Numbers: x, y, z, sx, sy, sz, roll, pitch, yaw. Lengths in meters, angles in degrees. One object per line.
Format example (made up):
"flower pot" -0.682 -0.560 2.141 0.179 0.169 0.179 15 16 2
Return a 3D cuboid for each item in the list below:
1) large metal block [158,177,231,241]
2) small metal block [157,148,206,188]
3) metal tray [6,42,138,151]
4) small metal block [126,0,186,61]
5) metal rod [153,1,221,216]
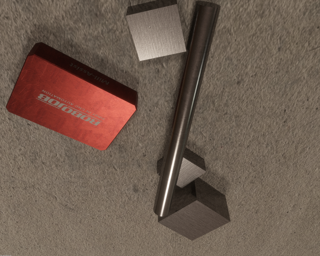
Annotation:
"large metal block" 0.054 0.131 0.503 0.080 0.050 0.080 37 121 -27
"small metal block" 0.031 0.057 0.456 0.050 0.025 0.050 33 122 -26
"metal tray" -0.104 -0.032 0.375 0.131 0.030 0.090 26 125 -21
"small metal block" -0.003 -0.102 0.320 0.050 0.025 0.050 -10 130 8
"metal rod" 0.025 0.001 0.386 0.025 0.025 0.298 6 123 -6
